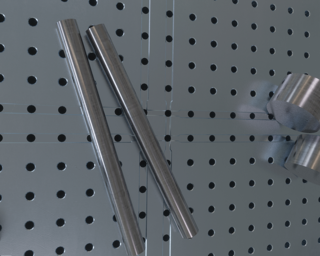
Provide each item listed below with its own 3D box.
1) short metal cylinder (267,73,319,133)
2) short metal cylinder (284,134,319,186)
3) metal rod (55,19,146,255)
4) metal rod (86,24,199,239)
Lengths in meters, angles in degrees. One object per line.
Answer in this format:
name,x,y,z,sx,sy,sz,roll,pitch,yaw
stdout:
short metal cylinder,0.209,-0.036,0.461,0.080,0.080,0.050,38,78,-16
short metal cylinder,0.240,0.051,0.472,0.080,0.080,0.050,33,80,-17
metal rod,-0.072,0.016,0.386,0.025,0.025,0.298,-18,96,-19
metal rod,-0.019,0.011,0.405,0.025,0.025,0.299,-27,99,-18
